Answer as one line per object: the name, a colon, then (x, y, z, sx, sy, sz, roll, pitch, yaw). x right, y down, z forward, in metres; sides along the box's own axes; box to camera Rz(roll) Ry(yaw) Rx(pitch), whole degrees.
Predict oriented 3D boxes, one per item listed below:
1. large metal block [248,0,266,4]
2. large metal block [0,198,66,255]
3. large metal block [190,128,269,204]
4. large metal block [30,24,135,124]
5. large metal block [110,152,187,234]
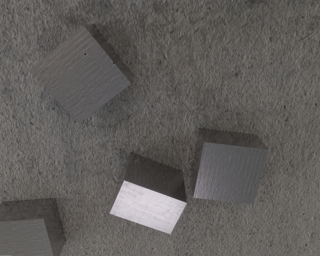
large metal block: (0.105, -0.192, 0.326, 0.080, 0.050, 0.080, 39, 105, -13)
large metal block: (-0.192, 0.153, 0.451, 0.080, 0.050, 0.079, -5, 110, 1)
large metal block: (0.089, 0.050, 0.416, 0.081, 0.050, 0.079, 7, 110, -3)
large metal block: (-0.089, -0.066, 0.371, 0.080, 0.050, 0.080, -36, 107, 12)
large metal block: (-0.014, 0.083, 0.411, 0.080, 0.080, 0.050, 22, 109, -8)
